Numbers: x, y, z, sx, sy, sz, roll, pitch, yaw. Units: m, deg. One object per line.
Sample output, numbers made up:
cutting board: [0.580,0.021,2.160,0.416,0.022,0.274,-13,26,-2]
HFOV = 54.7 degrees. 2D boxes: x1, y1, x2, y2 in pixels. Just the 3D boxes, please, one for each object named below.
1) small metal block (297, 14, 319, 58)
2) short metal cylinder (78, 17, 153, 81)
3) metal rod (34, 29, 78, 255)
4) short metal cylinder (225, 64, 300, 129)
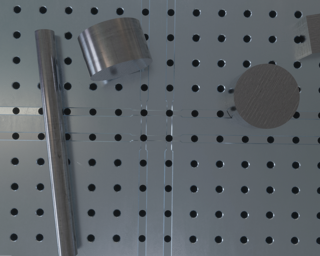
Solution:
small metal block: [0.219,-0.125,0.415,0.050,0.025,0.050,-9,90,0]
short metal cylinder: [-0.055,-0.096,0.385,0.080,0.080,0.050,-18,90,0]
metal rod: [-0.138,0.021,0.412,0.025,0.025,0.298,-6,90,0]
short metal cylinder: [0.130,-0.039,0.402,0.081,0.050,0.079,0,90,0]
